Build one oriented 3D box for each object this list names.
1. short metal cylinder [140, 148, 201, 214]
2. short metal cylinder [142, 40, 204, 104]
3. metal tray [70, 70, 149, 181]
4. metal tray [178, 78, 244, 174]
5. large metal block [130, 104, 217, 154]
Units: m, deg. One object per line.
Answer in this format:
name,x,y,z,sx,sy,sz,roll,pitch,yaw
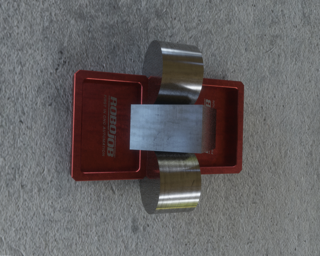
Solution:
short metal cylinder,0.010,0.065,0.385,0.050,0.080,0.080,2,90,-20
short metal cylinder,0.013,-0.065,0.386,0.050,0.080,0.080,2,90,-20
metal tray,-0.062,-0.002,0.385,0.091,0.030,0.129,2,90,-20
metal tray,0.070,-0.002,0.434,0.091,0.030,0.129,2,90,-20
large metal block,0.019,0.000,0.366,0.080,0.080,0.050,2,90,20
